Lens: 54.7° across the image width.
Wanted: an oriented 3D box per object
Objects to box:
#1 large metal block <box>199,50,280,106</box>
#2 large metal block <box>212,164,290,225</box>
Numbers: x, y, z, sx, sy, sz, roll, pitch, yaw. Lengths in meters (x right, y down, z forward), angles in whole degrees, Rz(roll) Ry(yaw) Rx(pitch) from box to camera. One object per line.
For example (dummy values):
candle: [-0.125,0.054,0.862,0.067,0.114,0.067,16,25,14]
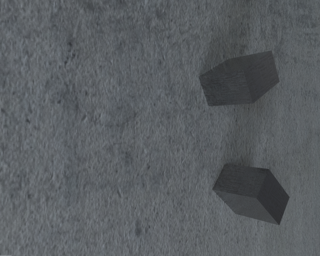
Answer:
large metal block: [0.121,-0.075,0.473,0.081,0.080,0.050,-35,112,-35]
large metal block: [0.145,0.104,0.494,0.080,0.080,0.050,47,62,-30]
